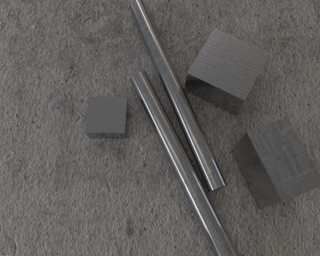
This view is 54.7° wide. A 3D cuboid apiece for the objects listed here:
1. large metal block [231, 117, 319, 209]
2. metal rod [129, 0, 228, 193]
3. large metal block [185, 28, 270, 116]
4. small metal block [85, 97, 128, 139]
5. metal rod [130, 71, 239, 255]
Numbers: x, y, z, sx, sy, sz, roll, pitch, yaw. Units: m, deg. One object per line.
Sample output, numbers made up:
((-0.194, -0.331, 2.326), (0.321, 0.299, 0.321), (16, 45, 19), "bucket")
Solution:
((0.132, 0.044, 0.364), (0.050, 0.080, 0.080), (-20, 71, -7), "large metal block")
((0.018, -0.057, 0.428), (0.025, 0.025, 0.299), (-20, 71, -7), "metal rod")
((0.089, -0.076, 0.423), (0.080, 0.050, 0.080), (28, 72, 9), "large metal block")
((-0.069, -0.013, 0.412), (0.050, 0.025, 0.050), (1, 70, 0), "small metal block")
((0.032, 0.056, 0.387), (0.025, 0.025, 0.299), (-23, 72, -8), "metal rod")
